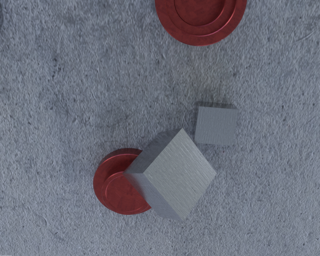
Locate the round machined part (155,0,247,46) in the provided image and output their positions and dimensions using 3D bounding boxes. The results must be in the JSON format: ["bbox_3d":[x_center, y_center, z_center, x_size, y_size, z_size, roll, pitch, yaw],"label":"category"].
[{"bbox_3d":[0.044,-0.144,0.348,0.099,0.042,0.097,0,110,-1],"label":"round machined part"}]

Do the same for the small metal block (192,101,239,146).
[{"bbox_3d":[0.072,-0.006,0.409,0.050,0.025,0.050,5,110,-2],"label":"small metal block"}]

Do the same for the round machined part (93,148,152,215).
[{"bbox_3d":[-0.044,0.081,0.430,0.099,0.042,0.097,0,110,-1],"label":"round machined part"}]

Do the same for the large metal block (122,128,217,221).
[{"bbox_3d":[0.014,0.058,0.396,0.080,0.050,0.080,52,58,-17],"label":"large metal block"}]

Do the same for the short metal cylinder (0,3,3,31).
[{"bbox_3d":[-0.228,-0.130,0.345,0.081,0.050,0.079,0,110,-1],"label":"short metal cylinder"}]
